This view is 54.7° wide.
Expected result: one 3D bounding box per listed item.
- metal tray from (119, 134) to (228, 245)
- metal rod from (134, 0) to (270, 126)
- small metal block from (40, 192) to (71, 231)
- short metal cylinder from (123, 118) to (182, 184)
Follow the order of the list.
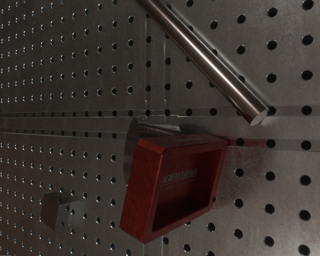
[{"bbox_3d":[0.021,0.055,0.321,0.030,0.131,0.089,19,102,34],"label":"metal tray"},{"bbox_3d":[0.024,-0.119,0.387,0.025,0.025,0.300,-51,60,27],"label":"metal rod"},{"bbox_3d":[-0.190,0.151,0.563,0.050,0.025,0.050,18,101,38],"label":"small metal block"},{"bbox_3d":[-0.011,0.030,0.377,0.080,0.050,0.080,-172,89,-73],"label":"short metal cylinder"}]
